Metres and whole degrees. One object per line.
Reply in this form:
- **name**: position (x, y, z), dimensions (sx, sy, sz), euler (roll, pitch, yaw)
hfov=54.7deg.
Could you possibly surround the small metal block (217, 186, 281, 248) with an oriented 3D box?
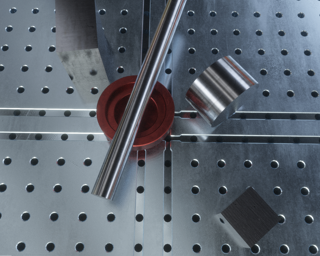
- **small metal block**: position (0.106, 0.107, 0.374), dimensions (0.050, 0.025, 0.050), euler (-37, 75, -13)

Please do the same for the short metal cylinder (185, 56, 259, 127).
- **short metal cylinder**: position (0.080, -0.046, 0.400), dimensions (0.080, 0.080, 0.050), euler (-37, 75, -13)

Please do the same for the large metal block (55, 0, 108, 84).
- **large metal block**: position (-0.105, -0.118, 0.424), dimensions (0.050, 0.080, 0.080), euler (-7, 70, -3)

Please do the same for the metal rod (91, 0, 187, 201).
- **metal rod**: position (-0.017, -0.058, 0.388), dimensions (0.025, 0.025, 0.299), euler (17, 71, 6)

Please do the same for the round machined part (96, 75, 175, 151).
- **round machined part**: position (-0.031, -0.017, 0.408), dimensions (0.099, 0.042, 0.098), euler (0, 70, -1)
